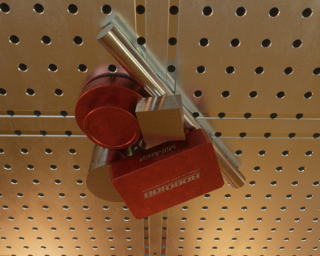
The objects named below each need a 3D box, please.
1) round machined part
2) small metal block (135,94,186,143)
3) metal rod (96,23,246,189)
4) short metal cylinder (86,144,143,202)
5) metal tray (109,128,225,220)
[{"bbox_3d":[-0.057,-0.011,0.384,0.099,0.042,0.097,0,130,1],"label":"round machined part"},{"bbox_3d":[0.003,-0.010,0.367,0.050,0.025,0.050,-4,133,10],"label":"small metal block"},{"bbox_3d":[0.032,-0.009,0.400,0.025,0.025,0.300,-29,125,22],"label":"metal rod"},{"bbox_3d":[-0.060,0.061,0.441,0.081,0.050,0.079,0,130,0],"label":"short metal cylinder"},{"bbox_3d":[0.012,0.063,0.407,0.131,0.030,0.090,-22,128,1],"label":"metal tray"}]
